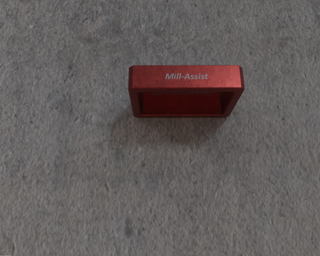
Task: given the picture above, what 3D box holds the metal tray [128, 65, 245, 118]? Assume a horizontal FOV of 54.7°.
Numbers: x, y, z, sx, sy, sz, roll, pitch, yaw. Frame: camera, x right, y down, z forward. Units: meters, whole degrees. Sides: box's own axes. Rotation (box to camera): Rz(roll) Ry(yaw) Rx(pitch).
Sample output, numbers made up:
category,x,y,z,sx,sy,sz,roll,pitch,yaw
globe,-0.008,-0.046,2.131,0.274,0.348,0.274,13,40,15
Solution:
category,x,y,z,sx,sy,sz,roll,pitch,yaw
metal tray,0.030,-0.043,0.389,0.131,0.090,0.030,0,70,-1
